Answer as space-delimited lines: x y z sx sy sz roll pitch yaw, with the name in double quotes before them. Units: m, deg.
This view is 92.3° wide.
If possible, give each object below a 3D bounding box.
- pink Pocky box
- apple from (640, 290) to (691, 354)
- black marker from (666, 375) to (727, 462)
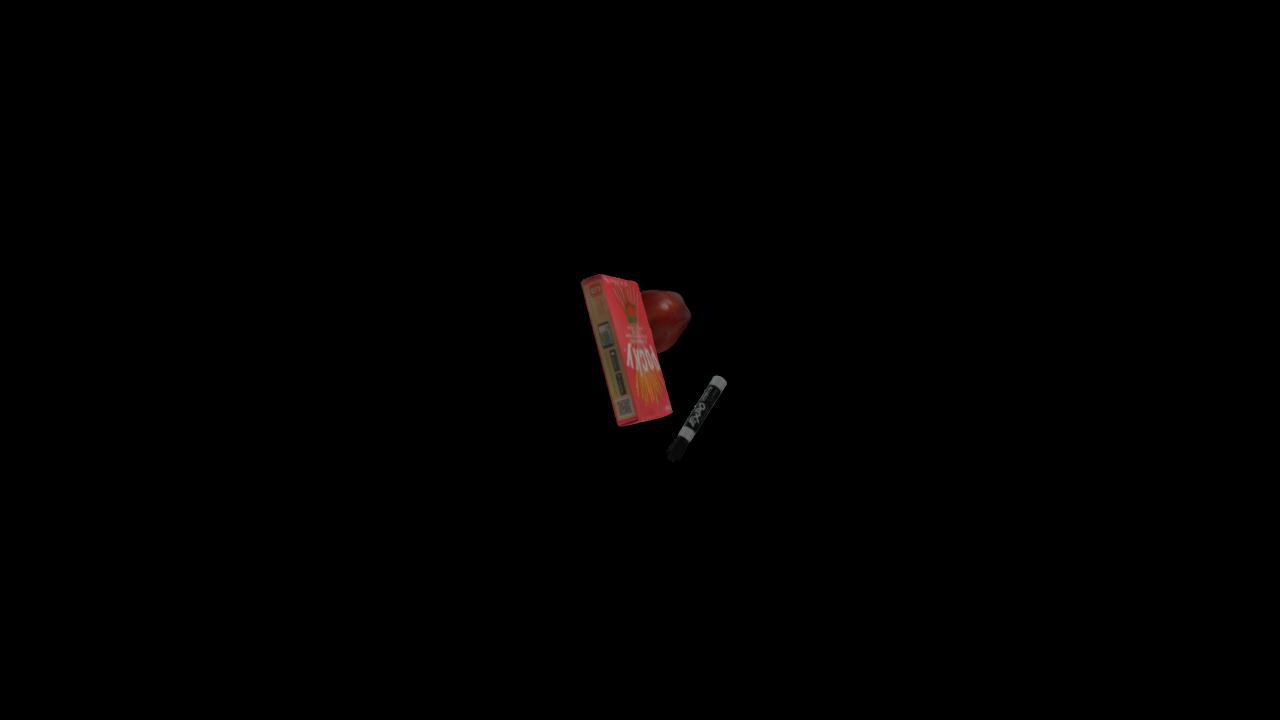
"pink Pocky box" -0.012 -0.011 0.646 0.029 0.155 0.084 -18 -8 26
"apple" 0.016 -0.048 0.748 0.093 0.079 0.079 -20 13 -39
"black marker" 0.066 0.068 0.718 0.020 0.121 0.020 27 -28 16
